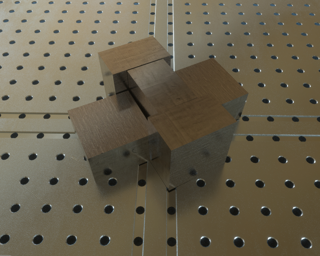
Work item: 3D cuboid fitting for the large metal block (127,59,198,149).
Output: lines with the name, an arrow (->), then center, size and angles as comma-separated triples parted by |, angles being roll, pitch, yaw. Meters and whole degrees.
large metal block -> 0.001, -0.027, 0.395 | 0.050, 0.080, 0.080 | -23, 54, -18

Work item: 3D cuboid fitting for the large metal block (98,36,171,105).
large metal block -> -0.033, -0.070, 0.430 | 0.081, 0.080, 0.050 | -22, 53, -18

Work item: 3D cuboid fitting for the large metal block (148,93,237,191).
large metal block -> 0.034, 0.016, 0.358 | 0.081, 0.080, 0.050 | -22, 54, -19

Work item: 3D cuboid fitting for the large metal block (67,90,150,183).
large metal block -> -0.059, 0.008, 0.386 | 0.081, 0.050, 0.080 | -21, 53, -17

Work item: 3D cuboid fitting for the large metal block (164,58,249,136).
large metal block -> 0.059, -0.042, 0.427 | 0.081, 0.050, 0.080 | -23, 56, -18
